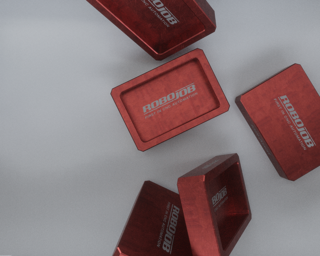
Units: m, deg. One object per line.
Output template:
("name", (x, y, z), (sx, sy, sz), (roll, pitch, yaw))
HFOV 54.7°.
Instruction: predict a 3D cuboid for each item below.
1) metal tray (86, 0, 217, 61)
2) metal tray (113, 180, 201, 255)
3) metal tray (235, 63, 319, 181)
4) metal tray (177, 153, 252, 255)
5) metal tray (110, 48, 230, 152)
("metal tray", (-0.008, -0.139, 0.348), (0.090, 0.130, 0.030), (-22, 53, 33))
("metal tray", (0.005, 0.123, 0.359), (0.090, 0.130, 0.030), (25, 115, 0))
("metal tray", (0.173, -0.007, 0.411), (0.090, 0.030, 0.130), (-31, 90, -1))
("metal tray", (0.069, 0.085, 0.361), (0.030, 0.131, 0.089), (-12, 90, 29))
("metal tray", (0.013, -0.036, 0.409), (0.131, 0.030, 0.090), (-26, 90, -1))
